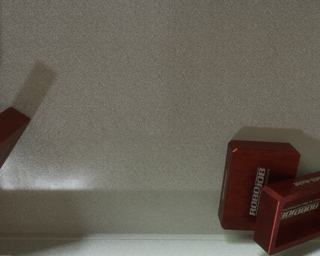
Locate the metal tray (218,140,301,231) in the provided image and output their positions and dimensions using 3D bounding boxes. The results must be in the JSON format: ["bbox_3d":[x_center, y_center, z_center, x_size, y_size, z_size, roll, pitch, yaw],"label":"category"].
[{"bbox_3d":[0.137,0.084,0.441,0.091,0.030,0.129,3,110,-2],"label":"metal tray"}]

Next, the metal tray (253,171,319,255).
[{"bbox_3d":[0.193,0.112,0.422,0.131,0.030,0.089,-8,113,-24],"label":"metal tray"}]

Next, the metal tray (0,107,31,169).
[{"bbox_3d":[-0.222,0.043,0.390,0.030,0.090,0.129,35,106,-12],"label":"metal tray"}]
